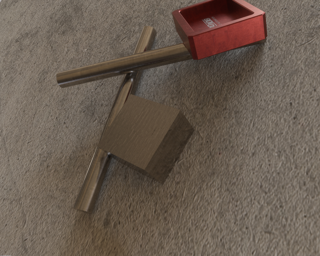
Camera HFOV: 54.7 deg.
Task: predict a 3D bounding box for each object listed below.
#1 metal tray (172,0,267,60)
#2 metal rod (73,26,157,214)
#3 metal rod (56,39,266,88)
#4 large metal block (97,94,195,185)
[{"bbox_3d":[0.072,-0.138,0.407,0.090,0.030,0.130,-17,33,3],"label":"metal tray"},{"bbox_3d":[-0.057,-0.027,0.448,0.025,0.025,0.300,3,63,29],"label":"metal rod"},{"bbox_3d":[-0.007,-0.099,0.441,0.301,0.025,0.025,-10,57,13],"label":"metal rod"},{"bbox_3d":[-0.017,0.012,0.388,0.080,0.050,0.080,21,73,35],"label":"large metal block"}]
